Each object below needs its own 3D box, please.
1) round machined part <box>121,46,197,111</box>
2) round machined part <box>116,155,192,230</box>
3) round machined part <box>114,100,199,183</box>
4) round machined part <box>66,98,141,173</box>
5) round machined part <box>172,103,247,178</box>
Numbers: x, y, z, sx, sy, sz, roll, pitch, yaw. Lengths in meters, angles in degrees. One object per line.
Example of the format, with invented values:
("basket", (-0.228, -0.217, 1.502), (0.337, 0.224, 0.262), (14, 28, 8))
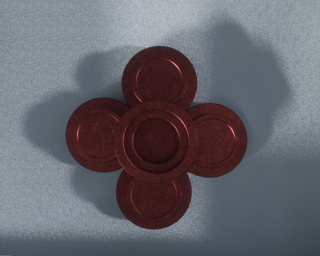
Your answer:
("round machined part", (-0.001, -0.058, 0.400), (0.099, 0.042, 0.097), (0, 90, 0))
("round machined part", (-0.008, 0.083, 0.401), (0.099, 0.042, 0.097), (0, 88, -1))
("round machined part", (-0.004, 0.015, 0.380), (0.099, 0.042, 0.097), (0, 90, 0))
("round machined part", (-0.073, 0.009, 0.400), (0.099, 0.042, 0.097), (0, 90, 0))
("round machined part", (0.064, 0.016, 0.401), (0.099, 0.042, 0.097), (0, 90, 0))
